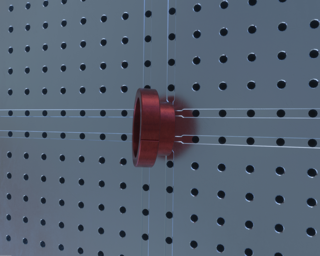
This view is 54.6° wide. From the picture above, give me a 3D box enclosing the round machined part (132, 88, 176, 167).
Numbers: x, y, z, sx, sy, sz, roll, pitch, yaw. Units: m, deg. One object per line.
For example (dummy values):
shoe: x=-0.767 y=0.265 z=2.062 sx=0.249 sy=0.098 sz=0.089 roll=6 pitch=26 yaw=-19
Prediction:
round machined part: x=-0.008 y=0.000 z=0.387 sx=0.042 sy=0.098 sz=0.097 roll=3 pitch=91 yaw=-11
